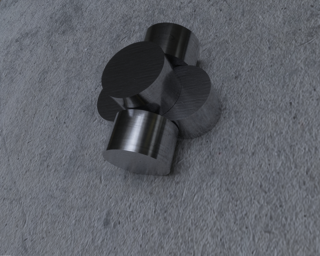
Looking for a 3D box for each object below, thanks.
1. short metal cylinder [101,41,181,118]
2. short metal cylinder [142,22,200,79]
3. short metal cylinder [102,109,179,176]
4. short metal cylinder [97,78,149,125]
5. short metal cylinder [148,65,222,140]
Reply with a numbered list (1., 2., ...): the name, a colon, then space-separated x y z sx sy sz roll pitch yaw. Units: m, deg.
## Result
1. short metal cylinder: -0.021 -0.055 0.368 0.080 0.050 0.080 -13 56 20
2. short metal cylinder: 0.011 -0.096 0.423 0.080 0.080 0.050 0 62 28
3. short metal cylinder: -0.022 0.020 0.369 0.080 0.080 0.050 0 62 28
4. short metal cylinder: -0.038 -0.032 0.427 0.080 0.050 0.080 -13 56 20
5. short metal cylinder: 0.032 -0.032 0.391 0.080 0.050 0.080 -13 56 20
